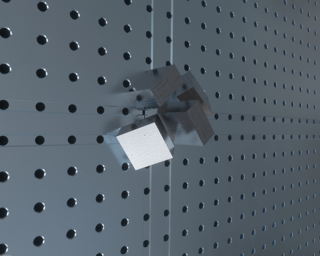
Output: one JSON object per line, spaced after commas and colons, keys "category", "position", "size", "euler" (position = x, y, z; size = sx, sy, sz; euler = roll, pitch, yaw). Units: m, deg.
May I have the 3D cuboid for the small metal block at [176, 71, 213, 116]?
{"category": "small metal block", "position": [0.046, -0.044, 0.429], "size": [0.050, 0.025, 0.050], "euler": [50, 21, -28]}

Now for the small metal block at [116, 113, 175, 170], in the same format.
{"category": "small metal block", "position": [-0.016, 0.017, 0.374], "size": [0.050, 0.050, 0.025], "euler": [63, 18, -21]}

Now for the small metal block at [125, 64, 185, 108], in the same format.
{"category": "small metal block", "position": [-0.007, -0.051, 0.386], "size": [0.050, 0.050, 0.025], "euler": [-48, 119, -29]}

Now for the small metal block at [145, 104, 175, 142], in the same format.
{"category": "small metal block", "position": [0.007, -0.006, 0.414], "size": [0.050, 0.025, 0.050], "euler": [1, 89, -41]}

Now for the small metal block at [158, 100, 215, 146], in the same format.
{"category": "small metal block", "position": [0.032, -0.006, 0.386], "size": [0.025, 0.050, 0.050], "euler": [-44, 117, -32]}
